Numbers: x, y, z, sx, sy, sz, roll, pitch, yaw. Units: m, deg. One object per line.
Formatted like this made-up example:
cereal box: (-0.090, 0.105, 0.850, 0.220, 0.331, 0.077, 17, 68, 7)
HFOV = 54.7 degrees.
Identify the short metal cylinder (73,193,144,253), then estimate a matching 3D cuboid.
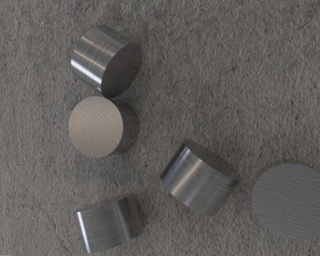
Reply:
short metal cylinder: (-0.066, 0.121, 0.403, 0.080, 0.080, 0.050, -19, 84, 19)

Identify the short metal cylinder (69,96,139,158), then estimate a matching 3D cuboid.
short metal cylinder: (-0.075, -0.001, 0.422, 0.080, 0.050, 0.080, 0, 90, 20)

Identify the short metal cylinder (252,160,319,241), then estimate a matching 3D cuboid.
short metal cylinder: (0.145, 0.076, 0.344, 0.080, 0.050, 0.080, 0, 90, 20)

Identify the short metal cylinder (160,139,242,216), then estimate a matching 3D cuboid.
short metal cylinder: (0.047, 0.056, 0.363, 0.080, 0.080, 0.050, 36, 102, 16)

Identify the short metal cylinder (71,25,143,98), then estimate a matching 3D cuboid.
short metal cylinder: (-0.067, -0.086, 0.403, 0.050, 0.080, 0.080, 34, 101, 17)
